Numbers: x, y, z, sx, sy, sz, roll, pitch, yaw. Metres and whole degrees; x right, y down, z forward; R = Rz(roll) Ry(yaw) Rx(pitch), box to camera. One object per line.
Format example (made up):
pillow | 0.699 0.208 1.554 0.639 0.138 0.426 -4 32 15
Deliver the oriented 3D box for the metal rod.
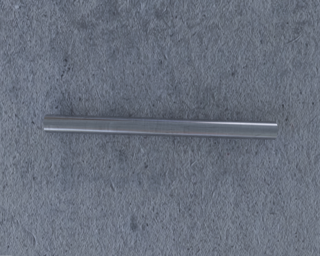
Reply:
metal rod | 0.001 -0.001 0.411 0.302 0.025 0.025 2 90 0
